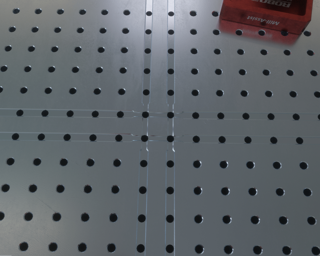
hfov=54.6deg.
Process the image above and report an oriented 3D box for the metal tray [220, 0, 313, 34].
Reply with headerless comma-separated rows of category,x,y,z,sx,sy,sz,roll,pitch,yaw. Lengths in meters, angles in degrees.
metal tray,0.167,-0.203,0.484,0.131,0.030,0.090,13,70,4
